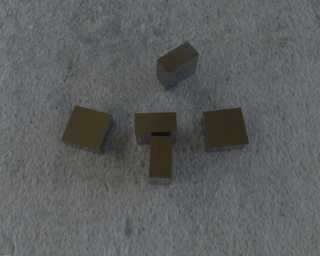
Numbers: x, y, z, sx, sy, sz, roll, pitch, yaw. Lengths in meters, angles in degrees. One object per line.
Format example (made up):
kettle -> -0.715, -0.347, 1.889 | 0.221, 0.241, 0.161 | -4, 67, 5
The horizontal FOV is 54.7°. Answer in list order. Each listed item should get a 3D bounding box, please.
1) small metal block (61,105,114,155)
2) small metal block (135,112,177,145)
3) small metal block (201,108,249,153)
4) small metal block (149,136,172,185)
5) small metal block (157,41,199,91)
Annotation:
small metal block -> -0.093, 0.003, 0.406 | 0.050, 0.025, 0.050 | 15, 71, 5
small metal block -> -0.005, 0.002, 0.394 | 0.050, 0.050, 0.025 | -2, 70, -1
small metal block -> 0.084, 0.003, 0.408 | 0.050, 0.025, 0.050 | -6, 70, -3
small metal block -> 0.001, 0.041, 0.380 | 0.025, 0.050, 0.050 | 2, 70, 0
small metal block -> 0.023, -0.084, 0.426 | 0.050, 0.050, 0.025 | -35, 74, -12
